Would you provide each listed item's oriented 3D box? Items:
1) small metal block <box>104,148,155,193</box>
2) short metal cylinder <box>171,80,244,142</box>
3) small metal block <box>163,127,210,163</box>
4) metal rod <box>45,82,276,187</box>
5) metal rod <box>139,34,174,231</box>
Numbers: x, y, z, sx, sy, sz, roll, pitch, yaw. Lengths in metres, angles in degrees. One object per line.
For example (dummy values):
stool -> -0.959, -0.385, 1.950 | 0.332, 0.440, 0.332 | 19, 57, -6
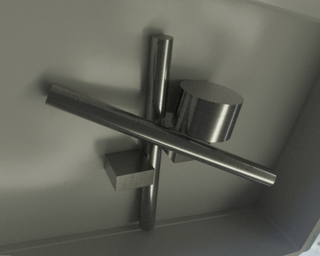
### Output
small metal block -> -0.041, 0.054, 0.405 | 0.050, 0.050, 0.025 | -8, 122, -25
short metal cylinder -> 0.059, -0.023, 0.393 | 0.081, 0.080, 0.050 | -1, 119, -28
small metal block -> 0.032, 0.021, 0.425 | 0.050, 0.050, 0.025 | -6, 121, -26
metal rod -> 0.017, 0.016, 0.374 | 0.302, 0.025, 0.025 | 21, 107, -19
metal rod -> -0.009, 0.027, 0.421 | 0.025, 0.025, 0.298 | -9, 123, -24
